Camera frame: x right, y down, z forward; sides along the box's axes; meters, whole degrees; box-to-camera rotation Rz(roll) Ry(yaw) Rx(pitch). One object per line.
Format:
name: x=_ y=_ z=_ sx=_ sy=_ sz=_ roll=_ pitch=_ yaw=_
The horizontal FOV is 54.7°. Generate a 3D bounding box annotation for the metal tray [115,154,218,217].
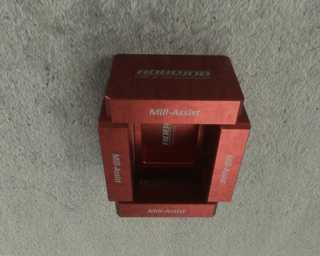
metal tray: x=0.008 y=0.078 z=0.432 sx=0.131 sy=0.090 sz=0.030 roll=1 pitch=130 yaw=-1

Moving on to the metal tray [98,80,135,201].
metal tray: x=-0.048 y=0.016 z=0.379 sx=0.030 sy=0.090 sz=0.129 roll=1 pitch=130 yaw=-1

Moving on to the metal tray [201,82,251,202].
metal tray: x=0.074 y=0.018 z=0.381 sx=0.030 sy=0.090 sz=0.129 roll=1 pitch=130 yaw=-1

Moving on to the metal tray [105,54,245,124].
metal tray: x=0.014 y=-0.044 z=0.328 sx=0.131 sy=0.090 sz=0.030 roll=1 pitch=130 yaw=-1

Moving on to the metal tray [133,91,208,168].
metal tray: x=0.012 y=-0.003 z=0.403 sx=0.091 sy=0.030 sz=0.129 roll=0 pitch=130 yaw=-1
